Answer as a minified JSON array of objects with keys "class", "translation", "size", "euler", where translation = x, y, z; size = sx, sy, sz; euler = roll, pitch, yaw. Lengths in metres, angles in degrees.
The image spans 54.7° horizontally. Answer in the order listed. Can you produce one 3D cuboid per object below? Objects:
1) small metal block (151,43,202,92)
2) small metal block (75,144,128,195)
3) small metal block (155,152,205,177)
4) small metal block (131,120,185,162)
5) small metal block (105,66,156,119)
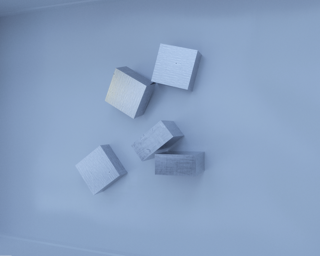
[{"class":"small metal block","translation":[0.022,-0.078,0.402],"size":[0.050,0.025,0.050],"euler":[16,95,18]},{"class":"small metal block","translation":[-0.083,0.058,0.439],"size":[0.050,0.025,0.050],"euler":[-38,78,15]},{"class":"small metal block","translation":[0.026,0.043,0.387],"size":[0.050,0.050,0.025],"euler":[0,90,19]},{"class":"small metal block","translation":[-0.002,0.016,0.397],"size":[0.050,0.050,0.025],"euler":[-40,78,15]},{"class":"small metal block","translation":[-0.040,-0.048,0.417],"size":[0.050,0.025,0.050],"euler":[32,117,17]}]
